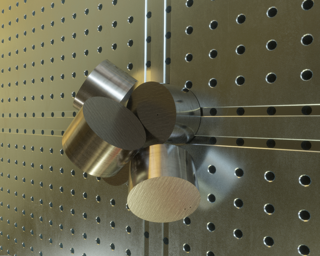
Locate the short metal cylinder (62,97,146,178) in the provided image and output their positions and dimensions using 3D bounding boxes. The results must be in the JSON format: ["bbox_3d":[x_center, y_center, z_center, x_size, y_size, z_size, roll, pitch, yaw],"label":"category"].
[{"bbox_3d":[-0.064,0.010,0.357,0.050,0.081,0.080,-49,62,29],"label":"short metal cylinder"}]

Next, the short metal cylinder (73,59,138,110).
[{"bbox_3d":[-0.073,-0.046,0.422,0.050,0.080,0.080,35,116,-3],"label":"short metal cylinder"}]

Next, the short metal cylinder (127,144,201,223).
[{"bbox_3d":[0.004,0.065,0.359,0.080,0.080,0.050,-48,26,29],"label":"short metal cylinder"}]

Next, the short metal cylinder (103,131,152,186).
[{"bbox_3d":[-0.045,0.036,0.427,0.080,0.050,0.079,0,90,39],"label":"short metal cylinder"}]

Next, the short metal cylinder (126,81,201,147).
[{"bbox_3d":[0.003,-0.016,0.388,0.080,0.050,0.079,0,90,39],"label":"short metal cylinder"}]
